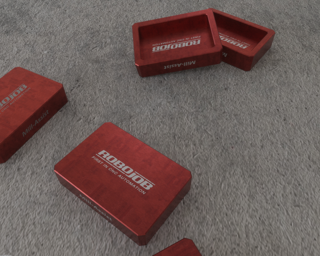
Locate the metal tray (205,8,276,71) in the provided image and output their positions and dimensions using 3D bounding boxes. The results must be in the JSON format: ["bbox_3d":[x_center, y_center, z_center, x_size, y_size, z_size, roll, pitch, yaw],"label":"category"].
[{"bbox_3d":[0.116,-0.155,0.530,0.130,0.030,0.090,30,56,23],"label":"metal tray"}]

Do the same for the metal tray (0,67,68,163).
[{"bbox_3d":[-0.202,-0.023,0.418,0.090,0.030,0.130,22,53,18],"label":"metal tray"}]

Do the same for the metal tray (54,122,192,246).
[{"bbox_3d":[-0.041,0.057,0.352,0.130,0.030,0.090,30,56,23],"label":"metal tray"}]

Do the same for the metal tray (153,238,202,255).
[{"bbox_3d":[0.019,0.171,0.256,0.091,0.030,0.130,-23,54,-18],"label":"metal tray"}]

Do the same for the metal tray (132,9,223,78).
[{"bbox_3d":[0.025,-0.134,0.486,0.131,0.030,0.090,-9,61,5],"label":"metal tray"}]
